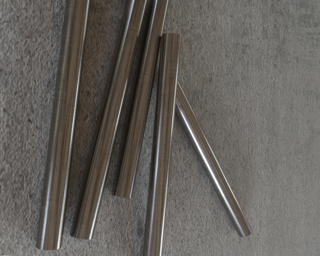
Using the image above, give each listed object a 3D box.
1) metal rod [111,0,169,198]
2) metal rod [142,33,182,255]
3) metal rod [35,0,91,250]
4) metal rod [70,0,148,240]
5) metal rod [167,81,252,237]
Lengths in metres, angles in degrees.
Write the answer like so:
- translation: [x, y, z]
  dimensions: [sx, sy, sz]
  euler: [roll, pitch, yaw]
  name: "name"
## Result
- translation: [-0.019, -0.065, 0.388]
  dimensions: [0.025, 0.025, 0.299]
  euler: [17, 79, -39]
  name: "metal rod"
- translation: [0.002, 0.034, 0.391]
  dimensions: [0.025, 0.025, 0.298]
  euler: [3, 92, -40]
  name: "metal rod"
- translation: [-0.097, -0.029, 0.322]
  dimensions: [0.025, 0.025, 0.298]
  euler: [9, 84, -40]
  name: "metal rod"
- translation: [-0.055, -0.028, 0.358]
  dimensions: [0.025, 0.025, 0.299]
  euler: [19, 78, -38]
  name: "metal rod"
- translation: [0.076, 0.054, 0.468]
  dimensions: [0.025, 0.025, 0.299]
  euler: [-43, 116, -31]
  name: "metal rod"
